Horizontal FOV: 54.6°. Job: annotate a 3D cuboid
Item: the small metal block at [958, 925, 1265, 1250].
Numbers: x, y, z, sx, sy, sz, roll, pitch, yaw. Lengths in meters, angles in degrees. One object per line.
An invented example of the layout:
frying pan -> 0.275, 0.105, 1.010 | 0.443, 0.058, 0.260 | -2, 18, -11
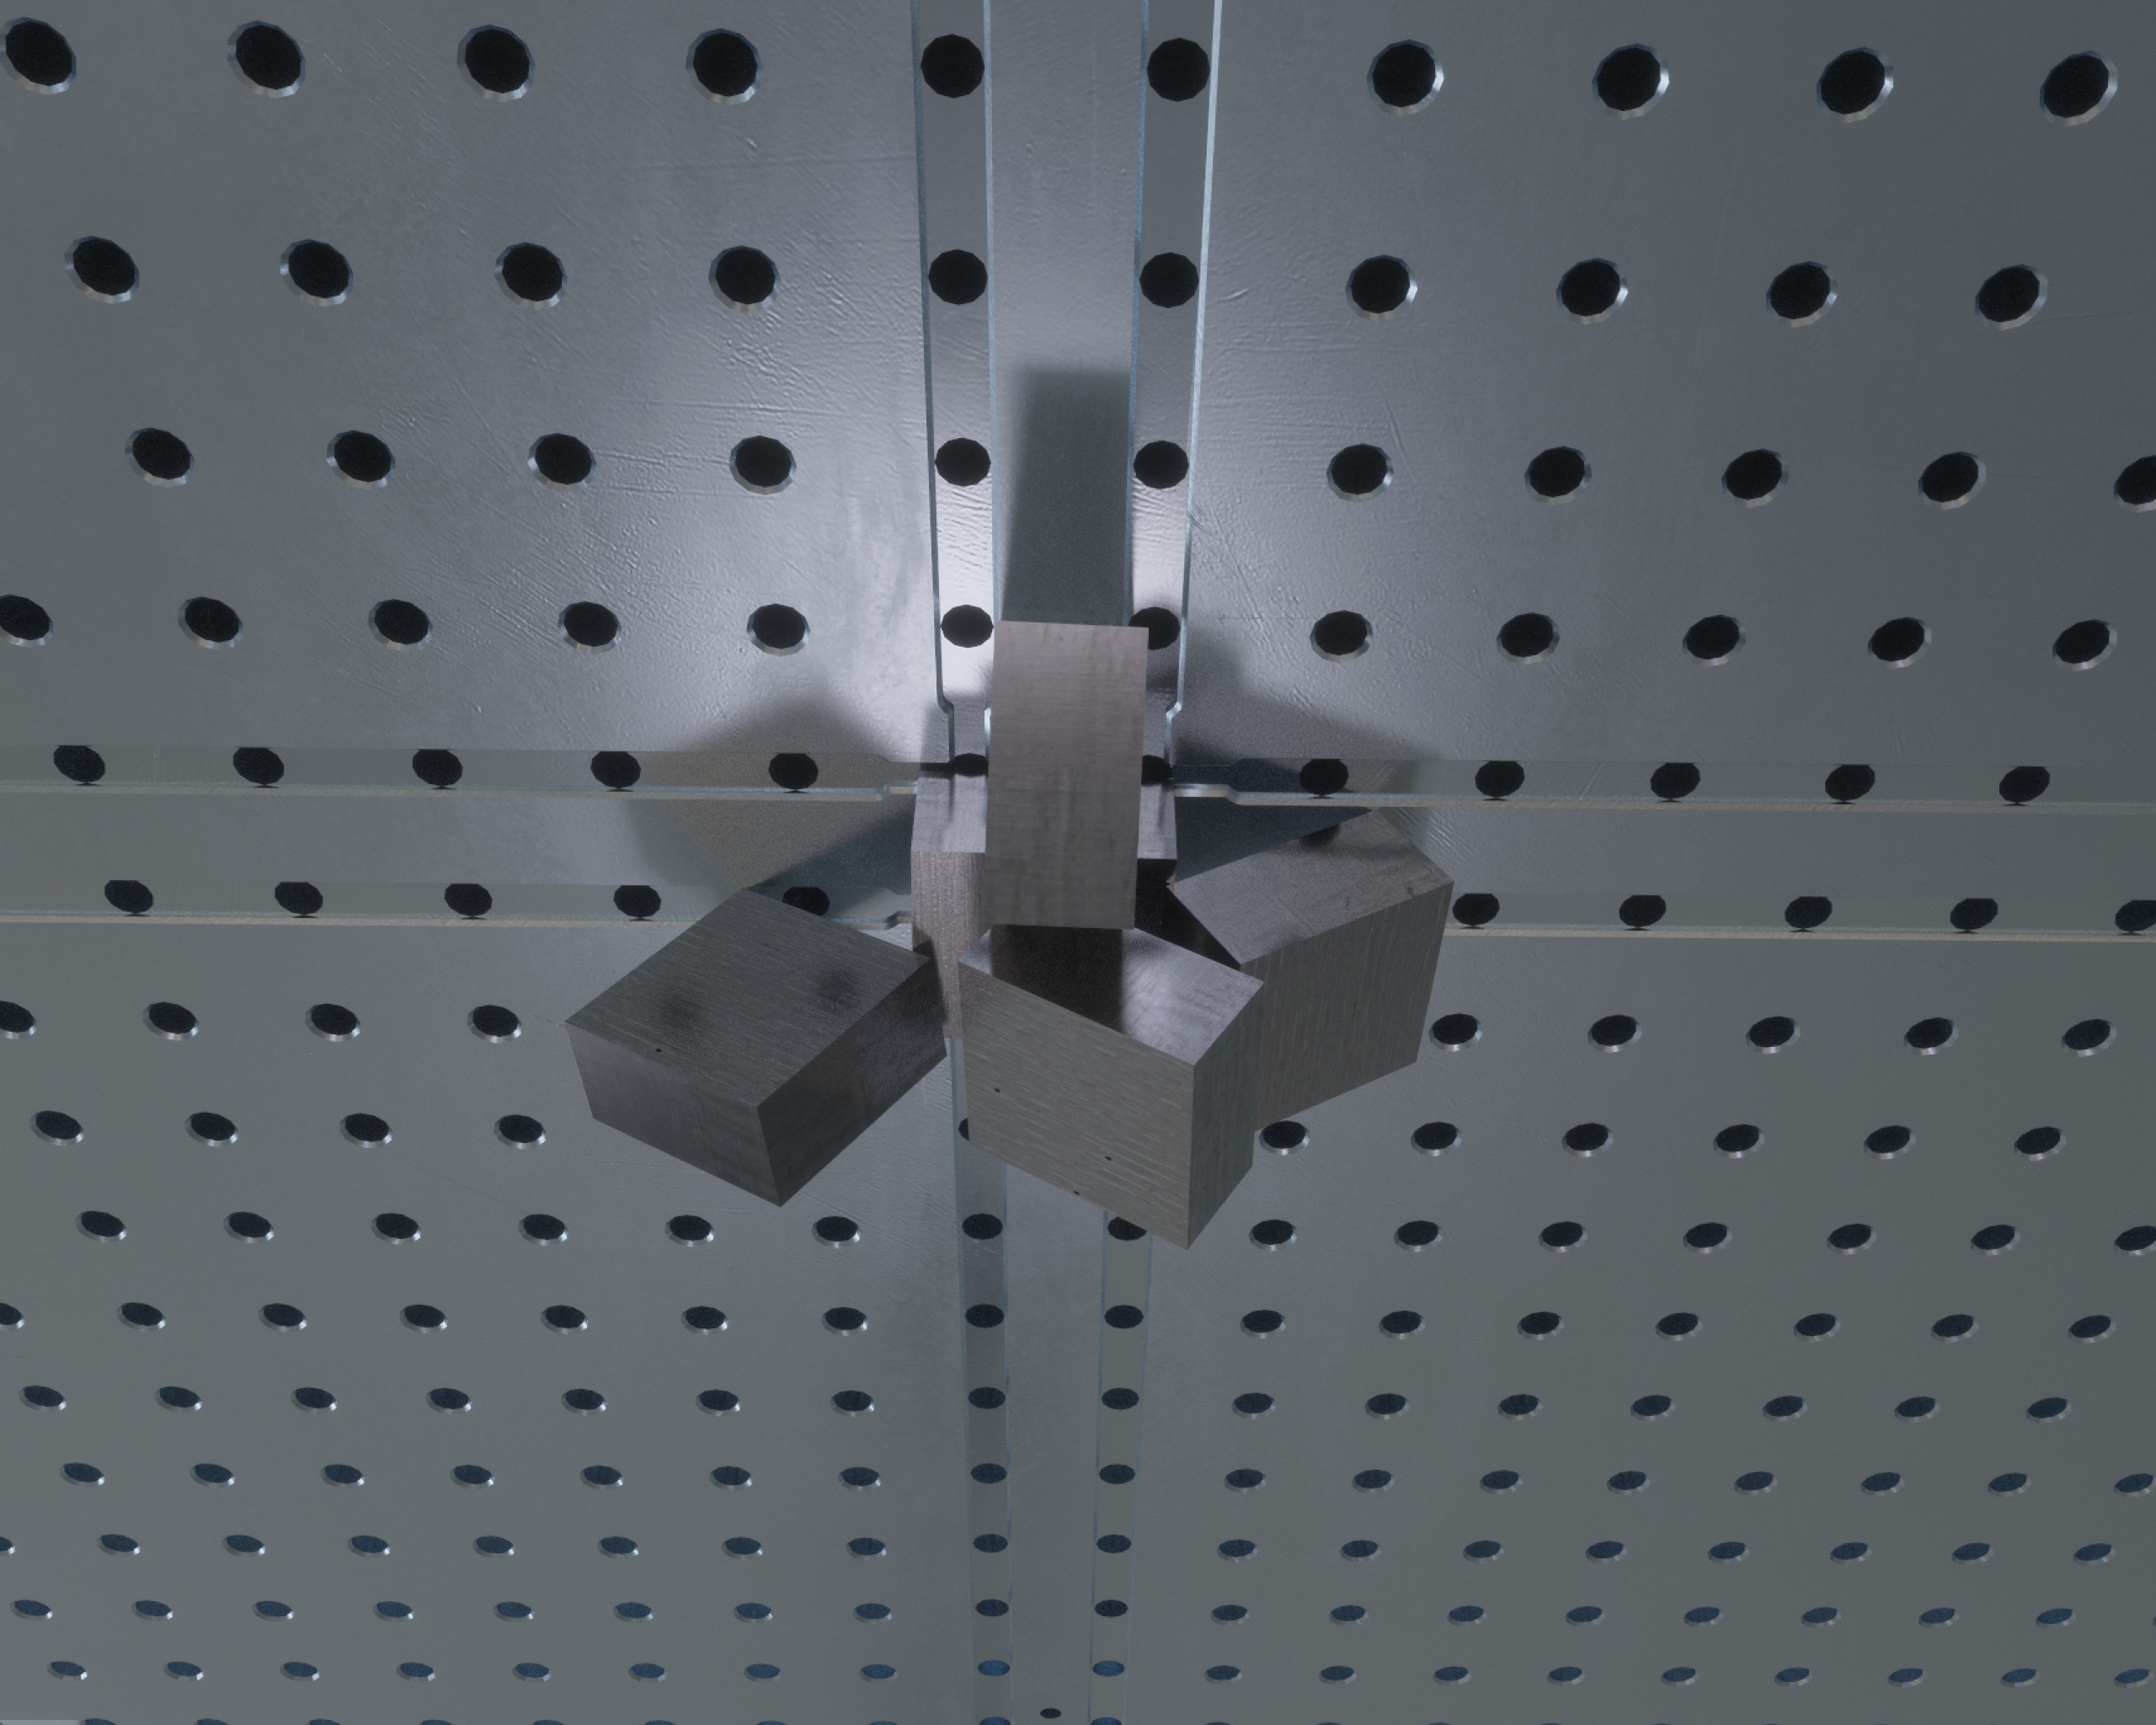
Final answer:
small metal block -> 0.006, 0.039, 0.396 | 0.050, 0.025, 0.050 | 22, 135, 25

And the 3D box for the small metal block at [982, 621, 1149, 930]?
small metal block -> -0.003, -0.016, 0.368 | 0.025, 0.050, 0.050 | 3, 94, -1

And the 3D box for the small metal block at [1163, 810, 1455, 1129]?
small metal block -> 0.044, 0.023, 0.417 | 0.050, 0.025, 0.050 | -19, 135, -25

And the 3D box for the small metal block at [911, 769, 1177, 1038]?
small metal block -> -0.007, 0.009, 0.420 | 0.050, 0.025, 0.050 | 2, 130, -2

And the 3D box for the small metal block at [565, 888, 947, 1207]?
small metal block -> -0.062, 0.035, 0.411 | 0.050, 0.050, 0.025 | 18, 131, 31
